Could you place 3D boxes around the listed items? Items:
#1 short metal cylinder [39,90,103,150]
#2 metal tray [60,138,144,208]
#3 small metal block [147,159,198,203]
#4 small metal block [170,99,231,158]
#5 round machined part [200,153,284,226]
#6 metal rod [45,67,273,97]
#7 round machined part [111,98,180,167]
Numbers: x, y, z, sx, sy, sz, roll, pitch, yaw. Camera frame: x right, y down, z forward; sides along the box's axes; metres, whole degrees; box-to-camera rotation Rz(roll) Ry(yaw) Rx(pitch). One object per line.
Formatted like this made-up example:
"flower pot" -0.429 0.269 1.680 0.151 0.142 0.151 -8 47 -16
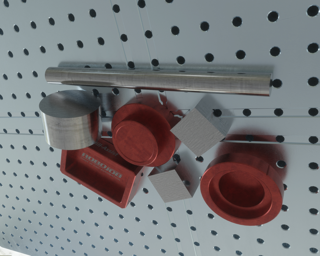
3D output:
"short metal cylinder" -0.122 -0.013 0.432 0.080 0.080 0.050 16 125 19
"metal tray" -0.096 0.063 0.497 0.130 0.030 0.089 27 128 11
"small metal block" 0.019 0.078 0.450 0.050 0.025 0.050 -21 108 36
"small metal block" 0.050 0.001 0.386 0.050 0.025 0.050 44 129 -2
"round machined part" 0.104 0.072 0.390 0.098 0.042 0.097 13 124 21
"metal rod" -0.021 -0.060 0.384 0.301 0.025 0.025 6 121 24
"round machined part" -0.025 0.012 0.420 0.098 0.042 0.097 12 121 22
